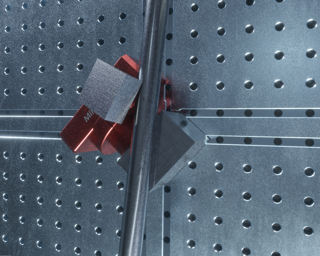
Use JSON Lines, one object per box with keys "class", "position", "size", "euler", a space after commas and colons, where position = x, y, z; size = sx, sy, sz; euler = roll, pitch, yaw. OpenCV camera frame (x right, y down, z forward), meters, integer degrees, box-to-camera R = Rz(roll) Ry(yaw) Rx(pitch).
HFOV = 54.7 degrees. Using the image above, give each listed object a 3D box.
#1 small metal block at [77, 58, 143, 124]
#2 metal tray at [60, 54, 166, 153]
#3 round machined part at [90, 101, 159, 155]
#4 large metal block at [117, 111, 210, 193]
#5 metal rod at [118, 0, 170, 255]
{"class": "small metal block", "position": [-0.053, -0.039, 0.326], "size": [0.050, 0.025, 0.050], "euler": [33, 99, 36]}
{"class": "metal tray", "position": [-0.057, -0.027, 0.397], "size": [0.030, 0.090, 0.130], "euler": [45, 104, 14]}
{"class": "round machined part", "position": [-0.035, -0.001, 0.389], "size": [0.042, 0.098, 0.098], "euler": [44, 103, 14]}
{"class": "large metal block", "position": [0.007, 0.027, 0.377], "size": [0.050, 0.080, 0.080], "euler": [45, 104, 14]}
{"class": "metal rod", "position": [-0.018, 0.011, 0.333], "size": [0.025, 0.025, 0.298], "euler": [7, 92, 19]}
